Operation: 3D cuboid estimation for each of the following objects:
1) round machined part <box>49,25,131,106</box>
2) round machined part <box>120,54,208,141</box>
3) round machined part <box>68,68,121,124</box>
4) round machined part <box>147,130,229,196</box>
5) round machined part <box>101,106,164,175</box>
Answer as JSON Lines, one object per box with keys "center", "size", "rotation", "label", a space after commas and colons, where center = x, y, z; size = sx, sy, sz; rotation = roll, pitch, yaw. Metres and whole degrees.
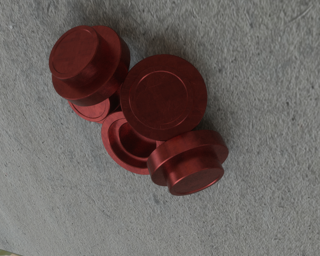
{"center": [-0.087, -0.078, 0.356], "size": [0.098, 0.098, 0.042], "rotation": [1, 160, 27], "label": "round machined part"}
{"center": [0.003, -0.034, 0.345], "size": [0.099, 0.042, 0.097], "rotation": [1, 95, 7], "label": "round machined part"}
{"center": [-0.086, -0.047, 0.413], "size": [0.098, 0.042, 0.097], "rotation": [13, 124, 20], "label": "round machined part"}
{"center": [0.037, 0.047, 0.370], "size": [0.097, 0.099, 0.042], "rotation": [-50, 48, 39], "label": "round machined part"}
{"center": [-0.026, 0.011, 0.416], "size": [0.098, 0.042, 0.097], "rotation": [13, 124, 20], "label": "round machined part"}
